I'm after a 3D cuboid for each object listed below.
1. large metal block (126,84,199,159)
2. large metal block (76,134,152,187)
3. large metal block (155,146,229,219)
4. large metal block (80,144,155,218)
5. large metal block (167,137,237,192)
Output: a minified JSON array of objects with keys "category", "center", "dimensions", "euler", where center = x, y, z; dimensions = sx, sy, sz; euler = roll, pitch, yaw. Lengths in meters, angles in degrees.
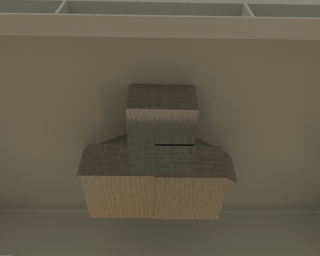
[{"category":"large metal block","center":[0.002,-0.006,0.385],"dimensions":[0.081,0.050,0.079],"euler":[1,130,-1]},{"category":"large metal block","center":[-0.057,0.062,0.443],"dimensions":[0.080,0.050,0.080],"euler":[-21,127,16]},{"category":"large metal block","center":[0.034,0.068,0.381],"dimensions":[0.081,0.050,0.079],"euler":[0,130,-1]},{"category":"large metal block","center":[-0.047,0.066,0.381],"dimensions":[0.081,0.050,0.079],"euler":[0,130,-1]},{"category":"large metal block","center":[0.049,0.067,0.446],"dimensions":[0.080,0.050,0.080],"euler":[28,125,-21]}]
